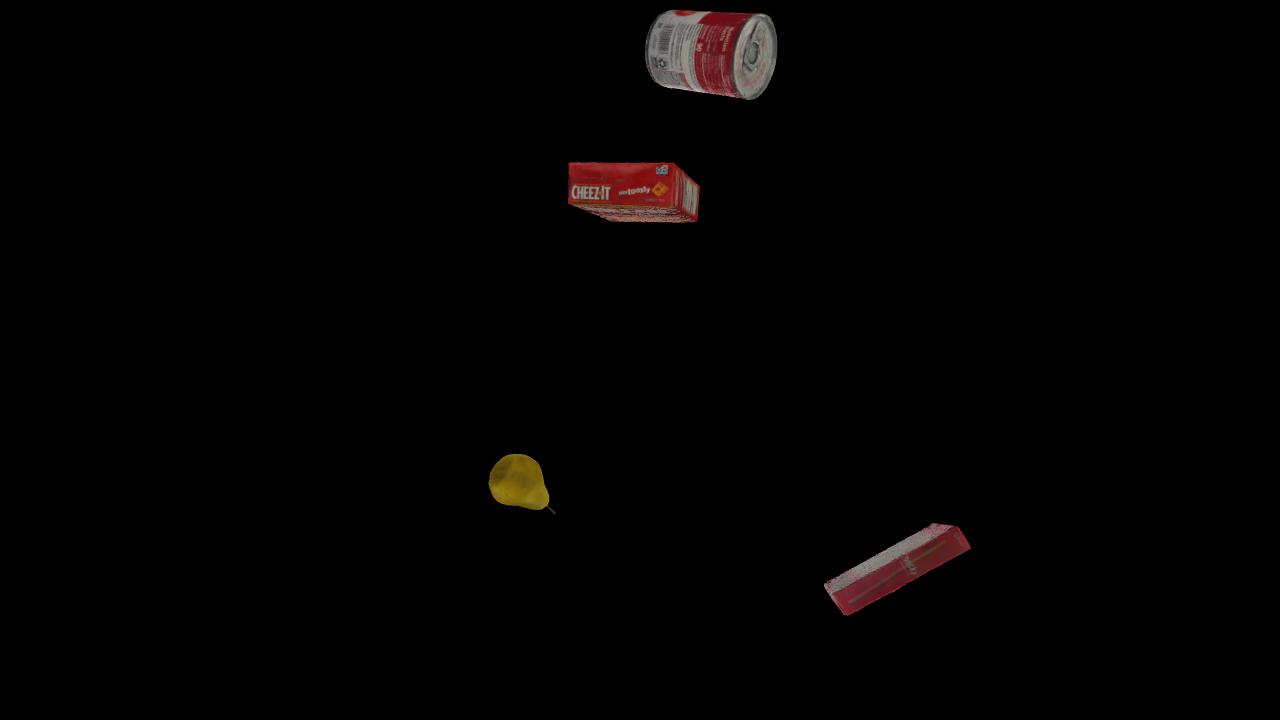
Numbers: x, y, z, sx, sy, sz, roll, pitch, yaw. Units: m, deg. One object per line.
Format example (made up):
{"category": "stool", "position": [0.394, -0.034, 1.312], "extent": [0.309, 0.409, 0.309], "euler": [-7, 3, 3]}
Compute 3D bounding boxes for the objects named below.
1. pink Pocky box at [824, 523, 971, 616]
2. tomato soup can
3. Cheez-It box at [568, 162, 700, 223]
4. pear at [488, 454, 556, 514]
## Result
{"category": "pink Pocky box", "position": [0.286, 0.234, 0.695], "extent": [0.155, 0.029, 0.084], "euler": [-30, -15, 2]}
{"category": "tomato soup can", "position": [0.063, -0.276, 0.556], "extent": [0.101, 0.068, 0.068], "euler": [26, 15, 35]}
{"category": "Cheez-It box", "position": [-0.001, -0.268, 0.999], "extent": [0.166, 0.071, 0.223], "euler": [4, 7, 14]}
{"category": "pear", "position": [-0.164, 0.186, 0.888], "extent": [0.080, 0.080, 0.111], "euler": [0, -42, 40]}
